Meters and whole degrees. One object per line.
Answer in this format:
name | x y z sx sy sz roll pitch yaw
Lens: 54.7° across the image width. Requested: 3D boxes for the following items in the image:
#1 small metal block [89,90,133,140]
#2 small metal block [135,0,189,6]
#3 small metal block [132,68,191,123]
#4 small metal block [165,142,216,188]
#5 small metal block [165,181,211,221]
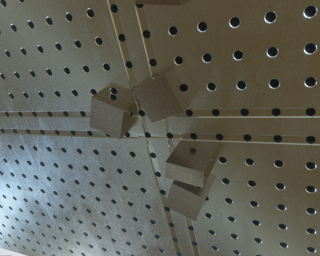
small metal block | -0.069 -0.019 0.434 0.050 0.025 0.050 23 127 13
small metal block | 0.001 -0.154 0.314 0.050 0.025 0.050 11 123 21
small metal block | 0.002 -0.040 0.384 0.050 0.025 0.050 -18 109 35
small metal block | 0.040 0.046 0.401 0.050 0.050 0.025 12 124 21
small metal block | 0.040 0.101 0.451 0.050 0.025 0.050 24 127 13
